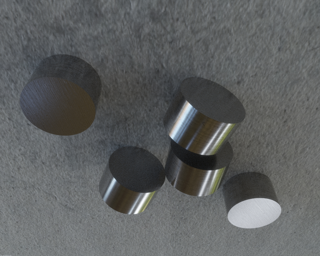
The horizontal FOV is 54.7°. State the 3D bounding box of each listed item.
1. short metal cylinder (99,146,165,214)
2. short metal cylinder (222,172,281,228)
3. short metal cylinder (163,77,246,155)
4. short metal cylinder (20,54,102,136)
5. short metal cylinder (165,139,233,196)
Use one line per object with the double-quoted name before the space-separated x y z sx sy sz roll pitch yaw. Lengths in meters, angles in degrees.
"short metal cylinder" -0.039 0.072 0.432 0.081 0.080 0.050 17 128 -14
"short metal cylinder" 0.144 0.115 0.491 0.081 0.050 0.079 0 130 0
"short metal cylinder" 0.050 -0.015 0.359 0.081 0.080 0.050 17 128 -14
"short metal cylinder" -0.111 -0.037 0.357 0.081 0.050 0.079 0 130 0
"short metal cylinder" 0.050 0.042 0.408 0.081 0.080 0.050 6 130 -6
